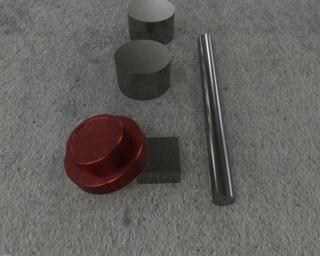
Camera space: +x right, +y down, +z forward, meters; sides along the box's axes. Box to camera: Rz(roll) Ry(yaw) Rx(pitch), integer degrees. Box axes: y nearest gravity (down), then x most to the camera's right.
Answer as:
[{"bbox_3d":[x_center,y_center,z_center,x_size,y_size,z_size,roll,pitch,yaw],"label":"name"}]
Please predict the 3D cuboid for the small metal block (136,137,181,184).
[{"bbox_3d":[-0.002,0.038,0.371,0.050,0.025,0.050,-1,50,-1],"label":"small metal block"}]

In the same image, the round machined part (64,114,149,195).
[{"bbox_3d":[-0.066,0.023,0.355,0.098,0.042,0.098,-11,49,14],"label":"round machined part"}]

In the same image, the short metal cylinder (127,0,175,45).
[{"bbox_3d":[-0.015,-0.185,0.542,0.081,0.050,0.080,0,50,0],"label":"short metal cylinder"}]

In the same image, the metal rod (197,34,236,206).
[{"bbox_3d":[0.073,-0.036,0.433,0.025,0.025,0.300,1,50,1],"label":"metal rod"}]

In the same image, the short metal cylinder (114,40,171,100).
[{"bbox_3d":[-0.025,-0.087,0.460,0.081,0.050,0.080,0,50,0],"label":"short metal cylinder"}]
